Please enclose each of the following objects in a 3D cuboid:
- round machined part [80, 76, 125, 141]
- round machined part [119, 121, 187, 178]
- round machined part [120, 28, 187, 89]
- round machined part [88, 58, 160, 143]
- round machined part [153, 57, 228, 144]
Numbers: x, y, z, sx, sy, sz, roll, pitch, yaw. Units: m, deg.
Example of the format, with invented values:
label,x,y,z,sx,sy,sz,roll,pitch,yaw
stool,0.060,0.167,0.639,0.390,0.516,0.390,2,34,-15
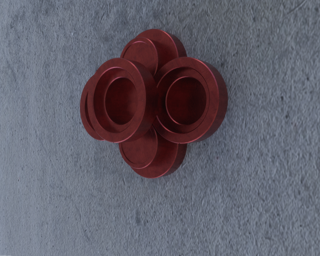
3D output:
label,x,y,z,sx,sy,sz,roll,pitch,yaw
round machined part,-0.069,-0.031,0.450,0.098,0.042,0.097,0,90,39
round machined part,-0.016,0.018,0.407,0.098,0.042,0.097,0,90,39
round machined part,-0.016,-0.081,0.406,0.098,0.042,0.097,0,90,39
round machined part,-0.039,-0.032,0.371,0.098,0.042,0.097,0,91,39
round machined part,0.036,-0.031,0.364,0.098,0.042,0.097,0,90,39
